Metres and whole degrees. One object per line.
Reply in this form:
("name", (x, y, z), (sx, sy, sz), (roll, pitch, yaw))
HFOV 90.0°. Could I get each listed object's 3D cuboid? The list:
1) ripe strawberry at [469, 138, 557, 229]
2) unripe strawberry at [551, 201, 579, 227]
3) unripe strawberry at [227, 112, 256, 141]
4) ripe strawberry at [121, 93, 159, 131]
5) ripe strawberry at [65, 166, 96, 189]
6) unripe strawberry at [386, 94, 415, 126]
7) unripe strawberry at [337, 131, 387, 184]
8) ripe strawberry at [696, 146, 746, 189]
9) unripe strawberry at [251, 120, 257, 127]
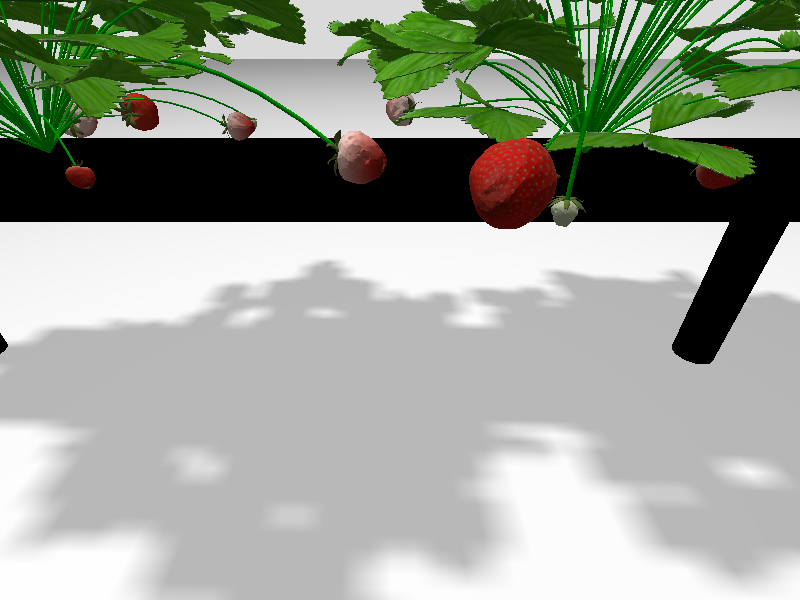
("ripe strawberry", (0.050, -0.052, 0.187), (0.041, 0.043, 0.044), (19, 38, 27))
("unripe strawberry", (0.073, -0.039, 0.177), (0.011, 0.012, 0.013), (14, 35, 21))
("unripe strawberry", (-0.146, -0.160, 0.369), (0.025, 0.024, 0.027), (-8, 33, -16))
("ripe strawberry", (-0.275, -0.201, 0.427), (0.034, 0.036, 0.037), (5, 32, 8))
("ripe strawberry", (-0.197, -0.076, 0.248), (0.015, 0.015, 0.013), (-28, -5, -36))
("unripe strawberry", (0.000, -0.209, 0.437), (0.033, 0.034, 0.030), (24, 39, 33))
("unripe strawberry", (-0.024, -0.087, 0.248), (0.030, 0.032, 0.028), (20, 36, 9))
("ripe strawberry", (0.201, -0.081, 0.248), (0.024, 0.025, 0.026), (-14, 36, -21))
("unripe strawberry", (-0.158, -0.189, 0.428), (0.009, 0.010, 0.010), (33, -18, 41))
